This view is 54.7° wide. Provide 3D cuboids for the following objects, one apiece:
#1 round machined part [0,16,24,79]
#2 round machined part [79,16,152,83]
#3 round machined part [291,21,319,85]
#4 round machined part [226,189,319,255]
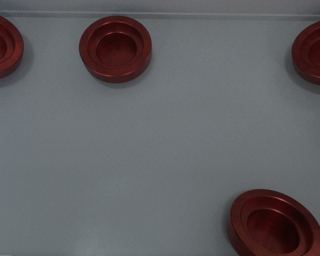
[{"bbox_3d":[-0.242,-0.108,0.425,0.099,0.042,0.098,11,65,-24],"label":"round machined part"},{"bbox_3d":[-0.060,-0.106,0.439,0.099,0.042,0.098,0,70,0],"label":"round machined part"},{"bbox_3d":[0.235,-0.099,0.425,0.098,0.042,0.098,-11,61,22],"label":"round machined part"},{"bbox_3d":[0.122,0.119,0.342,0.099,0.042,0.098,5,37,-4],"label":"round machined part"}]
